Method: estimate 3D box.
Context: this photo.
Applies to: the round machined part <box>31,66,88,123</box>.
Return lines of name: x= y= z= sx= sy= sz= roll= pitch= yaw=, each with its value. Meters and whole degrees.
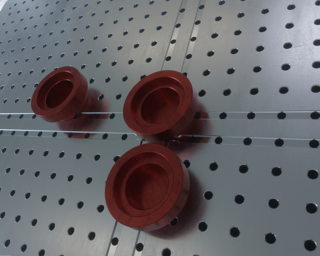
round machined part: x=-0.160 y=-0.051 z=0.514 sx=0.098 sy=0.042 sz=0.098 roll=-13 pitch=56 yaw=21

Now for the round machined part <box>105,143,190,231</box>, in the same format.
round machined part: x=-0.011 y=0.070 z=0.361 sx=0.098 sy=0.042 sz=0.098 roll=-13 pitch=56 yaw=21

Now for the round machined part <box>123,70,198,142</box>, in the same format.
round machined part: x=0.004 y=-0.025 z=0.412 sx=0.098 sy=0.042 sz=0.098 roll=-13 pitch=56 yaw=21
